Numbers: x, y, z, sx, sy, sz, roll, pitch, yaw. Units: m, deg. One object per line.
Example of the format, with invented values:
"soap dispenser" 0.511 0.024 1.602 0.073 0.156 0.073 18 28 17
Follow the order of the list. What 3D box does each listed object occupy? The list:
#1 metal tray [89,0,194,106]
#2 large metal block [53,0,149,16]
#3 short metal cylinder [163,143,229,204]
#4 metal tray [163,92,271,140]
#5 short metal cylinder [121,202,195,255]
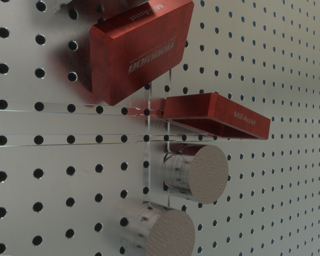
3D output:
"metal tray" -0.019 -0.092 0.356 0.131 0.030 0.089 -38 155 -33
"large metal block" -0.060 -0.155 0.323 0.081 0.080 0.050 -14 99 -39
"short metal cylinder" 0.051 0.062 0.436 0.081 0.050 0.079 -1 91 -40
"metal tray" 0.081 -0.013 0.434 0.131 0.090 0.030 18 79 -39
"short metal cylinder" -0.001 0.139 0.392 0.081 0.050 0.079 0 90 -40
